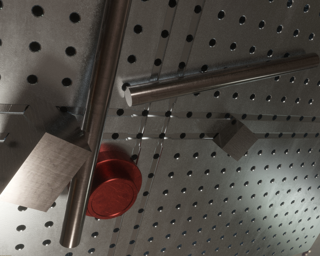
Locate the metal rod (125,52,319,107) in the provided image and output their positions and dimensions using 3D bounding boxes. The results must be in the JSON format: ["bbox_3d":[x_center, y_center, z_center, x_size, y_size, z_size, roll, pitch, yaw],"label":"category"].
[{"bbox_3d":[0.099,-0.071,0.423,0.302,0.025,0.025,-14,124,-21],"label":"metal rod"}]

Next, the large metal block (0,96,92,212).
[{"bbox_3d":[-0.125,0.026,0.324,0.050,0.080,0.080,32,101,-38],"label":"large metal block"}]

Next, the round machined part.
[{"bbox_3d":[-0.069,0.083,0.415,0.099,0.042,0.097,-14,125,-21],"label":"round machined part"}]

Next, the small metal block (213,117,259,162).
[{"bbox_3d":[0.120,0.018,0.491,0.050,0.025,0.050,-49,129,6],"label":"small metal block"}]

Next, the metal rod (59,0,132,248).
[{"bbox_3d":[-0.076,0.003,0.347,0.025,0.025,0.298,5,108,-31],"label":"metal rod"}]
